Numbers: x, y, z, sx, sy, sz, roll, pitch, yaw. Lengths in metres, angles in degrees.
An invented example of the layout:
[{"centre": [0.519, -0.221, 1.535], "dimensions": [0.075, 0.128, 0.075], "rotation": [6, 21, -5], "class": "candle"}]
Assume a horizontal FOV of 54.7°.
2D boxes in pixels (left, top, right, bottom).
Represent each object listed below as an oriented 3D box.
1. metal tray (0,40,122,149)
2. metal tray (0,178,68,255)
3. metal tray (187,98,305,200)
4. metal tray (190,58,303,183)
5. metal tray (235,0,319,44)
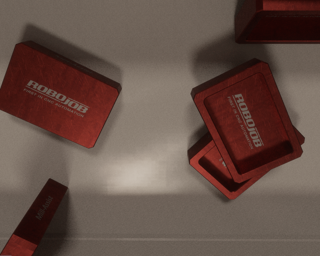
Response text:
[{"centre": [-0.126, -0.041, 0.392], "dimensions": [0.131, 0.030, 0.089], "rotation": [25, 108, -10], "class": "metal tray"}, {"centre": [-0.170, 0.135, 0.403], "dimensions": [0.030, 0.130, 0.090], "rotation": [32, 107, -11], "class": "metal tray"}, {"centre": [0.113, 0.025, 0.419], "dimensions": [0.090, 0.030, 0.130], "rotation": [42, 104, -15], "class": "metal tray"}, {"centre": [0.105, -0.006, 0.375], "dimensions": [0.090, 0.030, 0.130], "rotation": [-26, 108, 9], "class": "metal tray"}, {"centre": [0.155, -0.120, 0.332], "dimensions": [0.131, 0.090, 0.030], "rotation": [0, 85, -1], "class": "metal tray"}]
